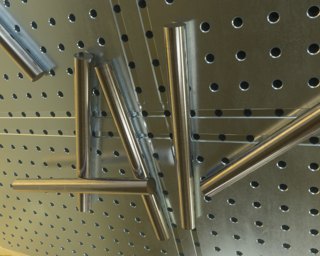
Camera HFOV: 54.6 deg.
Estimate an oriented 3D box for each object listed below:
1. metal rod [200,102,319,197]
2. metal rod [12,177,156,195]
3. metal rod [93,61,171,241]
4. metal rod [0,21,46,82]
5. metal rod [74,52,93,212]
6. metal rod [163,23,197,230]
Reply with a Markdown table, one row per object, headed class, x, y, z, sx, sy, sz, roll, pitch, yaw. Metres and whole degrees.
| class | x | y | z | sx | sy | sz | roll | pitch | yaw |
| --- | --- | --- | --- | --- | --- | --- | --- | --- | --- |
| metal rod | 0.149 | 0.003 | 0.334 | 0.025 | 0.025 | 0.299 | 44 | 129 | -3 |
| metal rod | -0.140 | 0.095 | 0.510 | 0.300 | 0.025 | 0.025 | -6 | 115 | 31 |
| metal rod | -0.033 | 0.048 | 0.459 | 0.025 | 0.025 | 0.299 | -3 | 117 | 30 |
| metal rod | -0.277 | -0.189 | 0.441 | 0.300 | 0.025 | 0.025 | 49 | 129 | -7 |
| metal rod | -0.120 | 0.026 | 0.491 | 0.025 | 0.025 | 0.298 | 21 | 126 | 16 |
| metal rod | 0.030 | 0.019 | 0.407 | 0.025 | 0.025 | 0.298 | 8 | 122 | 24 |
